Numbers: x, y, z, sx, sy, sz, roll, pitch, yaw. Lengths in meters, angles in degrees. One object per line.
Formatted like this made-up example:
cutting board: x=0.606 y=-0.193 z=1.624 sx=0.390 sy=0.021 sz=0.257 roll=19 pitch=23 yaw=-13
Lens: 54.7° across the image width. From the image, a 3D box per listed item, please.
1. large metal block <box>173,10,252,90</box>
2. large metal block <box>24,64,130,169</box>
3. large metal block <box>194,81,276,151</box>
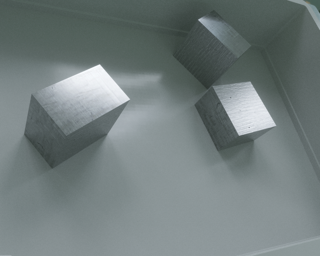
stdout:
large metal block: x=0.081 y=-0.122 z=0.491 sx=0.080 sy=0.080 sz=0.050 roll=45 pitch=51 yaw=2
large metal block: x=-0.090 y=-0.012 z=0.330 sx=0.050 sy=0.080 sz=0.081 roll=49 pitch=51 yaw=6
large metal block: x=0.112 y=-0.019 z=0.464 sx=0.081 sy=0.050 sz=0.080 roll=-11 pitch=68 yaw=-33
